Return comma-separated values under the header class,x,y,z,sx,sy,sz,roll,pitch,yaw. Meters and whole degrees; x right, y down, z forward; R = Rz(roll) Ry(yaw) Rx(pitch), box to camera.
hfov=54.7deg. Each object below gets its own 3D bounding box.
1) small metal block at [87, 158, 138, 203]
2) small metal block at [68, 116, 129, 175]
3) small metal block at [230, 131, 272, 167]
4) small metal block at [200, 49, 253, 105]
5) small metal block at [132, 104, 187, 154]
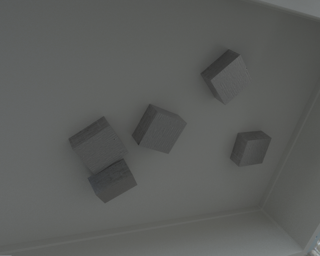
class,x,y,z,sx,sy,sz,roll,pitch,yaw
small metal block,-0.060,0.070,0.406,0.050,0.025,0.050,-29,157,-10
small metal block,-0.075,0.022,0.381,0.050,0.025,0.050,-34,129,-6
small metal block,0.149,0.034,0.511,0.050,0.025,0.050,-4,121,-26
small metal block,0.090,-0.068,0.416,0.050,0.025,0.050,-41,130,0
small metal block,-0.001,0.002,0.409,0.050,0.025,0.050,19,108,-36
